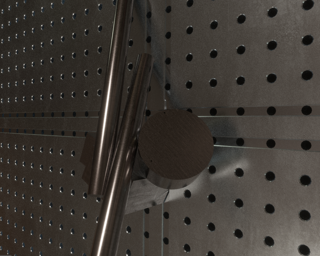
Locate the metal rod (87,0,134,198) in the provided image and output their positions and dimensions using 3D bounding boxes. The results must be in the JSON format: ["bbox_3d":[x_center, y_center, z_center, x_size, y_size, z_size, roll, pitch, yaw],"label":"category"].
[{"bbox_3d":[-0.058,-0.064,0.395,0.025,0.025,0.299,-14,63,39],"label":"metal rod"}]

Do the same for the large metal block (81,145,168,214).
[{"bbox_3d":[-0.040,0.062,0.405,0.080,0.081,0.050,35,111,34],"label":"large metal block"}]

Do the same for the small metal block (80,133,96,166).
[{"bbox_3d":[-0.096,0.040,0.486,0.050,0.025,0.050,28,107,36],"label":"small metal block"}]

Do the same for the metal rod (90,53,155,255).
[{"bbox_3d":[-0.040,0.032,0.349,0.025,0.025,0.300,-19,49,38],"label":"metal rod"}]

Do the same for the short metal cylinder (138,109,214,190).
[{"bbox_3d":[0.015,0.025,0.351,0.050,0.081,0.080,102,145,-67],"label":"short metal cylinder"}]
